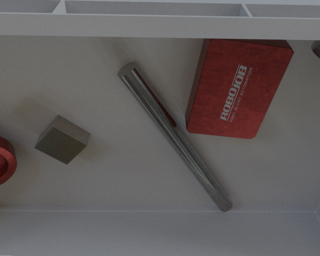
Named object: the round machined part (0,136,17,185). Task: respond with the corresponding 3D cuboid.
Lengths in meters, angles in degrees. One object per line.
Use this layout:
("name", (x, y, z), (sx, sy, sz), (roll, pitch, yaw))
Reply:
("round machined part", (-0.247, 0.040, 0.413), (0.099, 0.042, 0.097), (-19, 141, -16))

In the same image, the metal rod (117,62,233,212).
("metal rod", (0.036, 0.032, 0.436), (0.025, 0.025, 0.300), (-24, 127, 18))

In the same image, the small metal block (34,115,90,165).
("small metal block", (-0.132, 0.017, 0.422), (0.050, 0.025, 0.050), (34, 122, -26))

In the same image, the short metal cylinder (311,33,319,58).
("short metal cylinder", (0.201, -0.084, 0.305), (0.081, 0.080, 0.050), (15, 129, -13))

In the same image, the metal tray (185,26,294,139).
("metal tray", (0.087, -0.047, 0.367), (0.091, 0.030, 0.129), (6, 130, -6))
